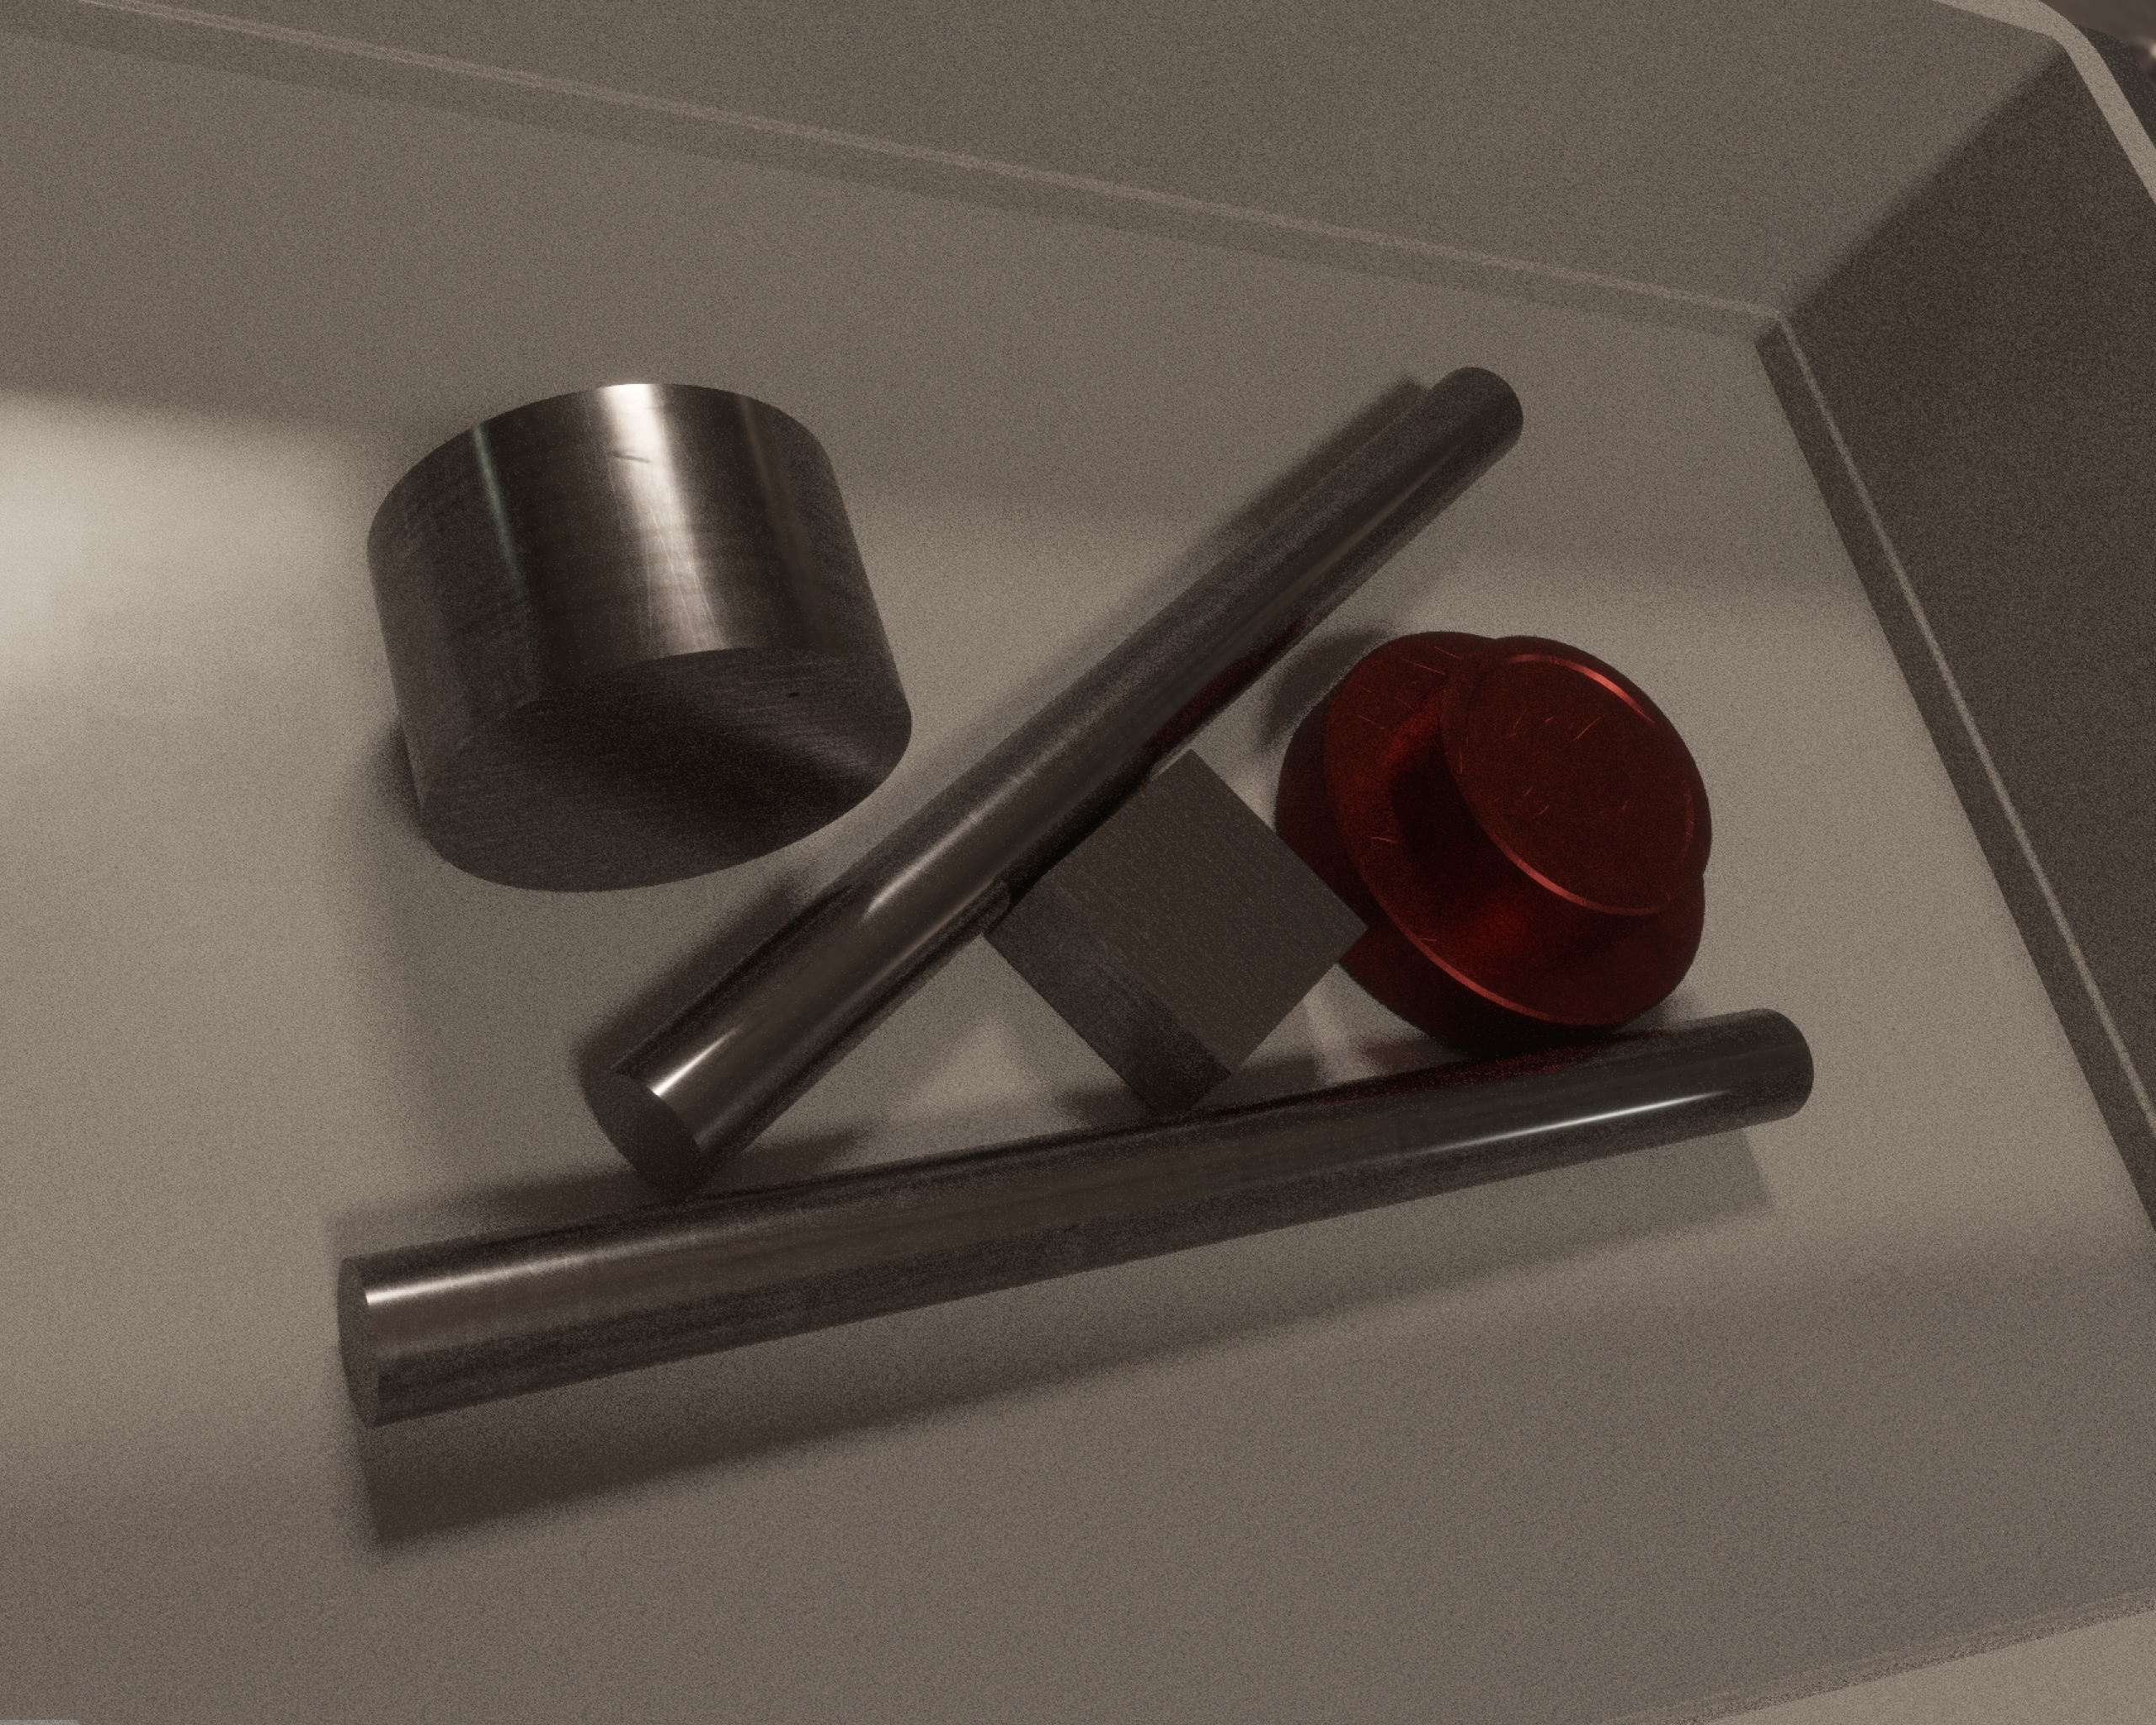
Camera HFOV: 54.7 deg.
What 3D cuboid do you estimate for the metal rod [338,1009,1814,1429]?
[{"bbox_3d":[0.024,0.057,0.383,0.303,0.025,0.025,-6,65,-31],"label":"metal rod"}]

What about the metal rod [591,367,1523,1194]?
[{"bbox_3d":[0.016,-0.035,0.435,0.025,0.025,0.302,45,51,3],"label":"metal rod"}]

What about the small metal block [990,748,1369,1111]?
[{"bbox_3d":[0.020,0.014,0.407,0.050,0.025,0.050,46,51,3],"label":"small metal block"}]

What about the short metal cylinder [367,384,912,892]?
[{"bbox_3d":[-0.074,-0.035,0.352,0.081,0.080,0.050,-5,65,-31],"label":"short metal cylinder"}]

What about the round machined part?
[{"bbox_3d":[0.097,-0.010,0.451,0.099,0.042,0.098,14,56,-21],"label":"round machined part"}]
